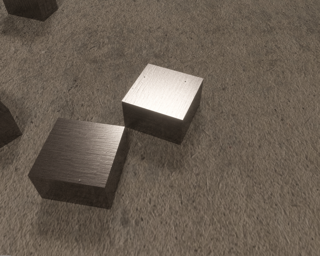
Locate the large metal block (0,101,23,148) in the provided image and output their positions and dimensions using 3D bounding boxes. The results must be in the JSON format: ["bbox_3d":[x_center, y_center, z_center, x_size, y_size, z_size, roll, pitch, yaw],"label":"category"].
[{"bbox_3d":[-0.239,-0.006,0.389,0.080,0.050,0.080,36,58,26],"label":"large metal block"}]

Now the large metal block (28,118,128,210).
[{"bbox_3d":[-0.087,0.039,0.353,0.080,0.050,0.080,8,50,6],"label":"large metal block"}]

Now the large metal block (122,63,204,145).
[{"bbox_3d":[0.005,-0.034,0.415,0.080,0.050,0.080,18,52,14],"label":"large metal block"}]

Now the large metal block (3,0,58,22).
[{"bbox_3d":[-0.249,-0.255,0.579,0.080,0.080,0.050,15,52,12],"label":"large metal block"}]
